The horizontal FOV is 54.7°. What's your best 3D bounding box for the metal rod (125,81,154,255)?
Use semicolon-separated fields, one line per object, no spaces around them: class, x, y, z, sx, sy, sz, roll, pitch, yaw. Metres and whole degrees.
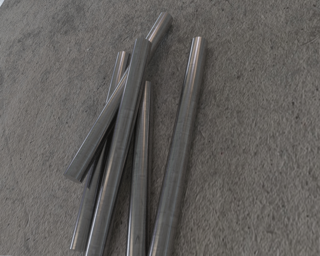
metal rod;-0.023;0.067;0.374;0.025;0.025;0.299;-13;56;21

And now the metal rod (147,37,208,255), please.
metal rod;0.028;0.008;0.384;0.025;0.025;0.300;-2;61;27

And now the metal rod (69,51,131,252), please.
metal rod;-0.076;0.014;0.435;0.025;0.025;0.300;-6;59;25

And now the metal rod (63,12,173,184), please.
metal rod;-0.049;-0.059;0.445;0.025;0.025;0.300;8;59;32

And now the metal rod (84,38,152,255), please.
metal rod;-0.050;0.018;0.395;0.025;0.025;0.299;0;69;28
